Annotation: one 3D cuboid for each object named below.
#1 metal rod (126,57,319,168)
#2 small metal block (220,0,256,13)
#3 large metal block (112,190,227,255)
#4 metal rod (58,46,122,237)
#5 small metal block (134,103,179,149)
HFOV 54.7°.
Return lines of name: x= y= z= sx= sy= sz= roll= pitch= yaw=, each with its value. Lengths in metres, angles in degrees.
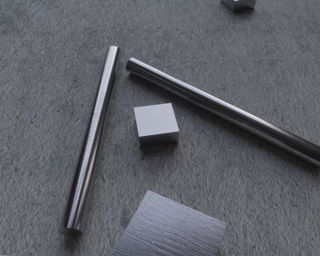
metal rod: x=0.076 y=-0.031 z=0.429 sx=0.300 sy=0.025 sz=0.025 roll=29 pitch=56 yaw=22
small metal block: x=0.158 y=-0.261 z=0.625 sx=0.050 sy=0.025 sz=0.050 roll=-17 pitch=52 yaw=-14
large metal block: x=0.007 y=0.117 z=0.289 sx=0.080 sy=0.050 sz=0.080 roll=20 pitch=53 yaw=16
metal rod: x=-0.083 y=-0.009 z=0.409 sx=0.025 sy=0.025 sz=0.300 roll=3 pitch=50 yaw=2
small metal block: x=-0.005 y=-0.004 z=0.406 sx=0.050 sy=0.025 sz=0.050 roll=-8 pitch=51 yaw=-7
